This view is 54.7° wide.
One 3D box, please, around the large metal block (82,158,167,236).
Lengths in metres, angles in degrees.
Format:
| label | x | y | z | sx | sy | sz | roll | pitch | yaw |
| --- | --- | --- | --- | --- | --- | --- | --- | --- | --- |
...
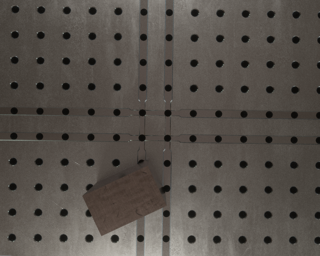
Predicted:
| label | x | y | z | sx | sy | sz | roll | pitch | yaw |
| --- | --- | --- | --- | --- | --- | --- | --- | --- | --- |
| large metal block | -0.040 | 0.081 | 0.385 | 0.080 | 0.080 | 0.050 | -25 | 90 | 0 |
